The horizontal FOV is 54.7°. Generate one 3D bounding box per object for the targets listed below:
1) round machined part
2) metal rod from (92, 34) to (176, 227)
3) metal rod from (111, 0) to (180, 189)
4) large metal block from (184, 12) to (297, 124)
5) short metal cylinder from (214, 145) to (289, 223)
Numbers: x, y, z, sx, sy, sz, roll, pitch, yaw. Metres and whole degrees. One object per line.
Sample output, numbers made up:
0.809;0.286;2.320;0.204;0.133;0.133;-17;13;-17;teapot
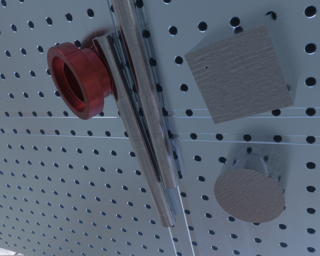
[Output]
-0.099;-0.063;0.396;0.098;0.042;0.097;37;144;33;round machined part
-0.028;0.019;0.436;0.025;0.025;0.298;-4;117;30;metal rod
-0.017;-0.050;0.387;0.025;0.025;0.298;-1;118;28;metal rod
0.084;-0.058;0.314;0.080;0.050;0.080;-15;111;34;large metal block
0.112;0.068;0.377;0.080;0.050;0.079;13;124;20;short metal cylinder
